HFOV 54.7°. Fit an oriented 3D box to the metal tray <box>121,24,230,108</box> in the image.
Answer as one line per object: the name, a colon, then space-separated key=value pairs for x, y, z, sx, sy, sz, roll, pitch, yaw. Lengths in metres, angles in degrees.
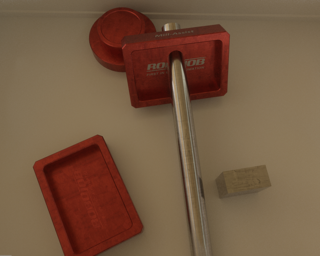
metal tray: x=0.021 y=-0.079 z=0.403 sx=0.131 sy=0.089 sz=0.030 roll=-8 pitch=36 yaw=-4

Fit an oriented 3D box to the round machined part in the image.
round machined part: x=-0.054 y=-0.134 z=0.449 sx=0.099 sy=0.042 sz=0.098 roll=0 pitch=70 yaw=-1

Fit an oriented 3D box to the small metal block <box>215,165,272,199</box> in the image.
small metal block: x=0.098 y=0.066 z=0.374 sx=0.050 sy=0.050 sz=0.025 roll=-9 pitch=71 yaw=-4

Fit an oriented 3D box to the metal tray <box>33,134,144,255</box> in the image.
metal tray: x=-0.086 y=0.084 z=0.375 sx=0.091 sy=0.030 sz=0.130 roll=-24 pitch=72 yaw=-9

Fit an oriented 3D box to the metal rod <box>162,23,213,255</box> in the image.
metal rod: x=0.032 y=0.012 z=0.383 sx=0.025 sy=0.025 sz=0.298 roll=-6 pitch=79 yaw=-3
